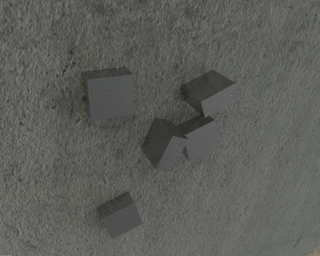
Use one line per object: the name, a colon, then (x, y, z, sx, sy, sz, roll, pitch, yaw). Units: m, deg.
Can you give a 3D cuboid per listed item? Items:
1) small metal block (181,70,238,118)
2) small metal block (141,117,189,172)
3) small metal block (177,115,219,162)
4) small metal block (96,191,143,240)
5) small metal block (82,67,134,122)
small metal block: (0.063, -0.045, 0.397, 0.050, 0.050, 0.025, -28, 128, -11)
small metal block: (0.005, 0.021, 0.406, 0.025, 0.050, 0.050, 13, 112, -34)
small metal block: (0.054, 0.013, 0.444, 0.050, 0.025, 0.050, -26, 128, -12)
small metal block: (-0.059, 0.128, 0.454, 0.050, 0.025, 0.050, -25, 128, -13)
small metal block: (-0.058, -0.039, 0.351, 0.050, 0.025, 0.050, -12, 124, -22)
